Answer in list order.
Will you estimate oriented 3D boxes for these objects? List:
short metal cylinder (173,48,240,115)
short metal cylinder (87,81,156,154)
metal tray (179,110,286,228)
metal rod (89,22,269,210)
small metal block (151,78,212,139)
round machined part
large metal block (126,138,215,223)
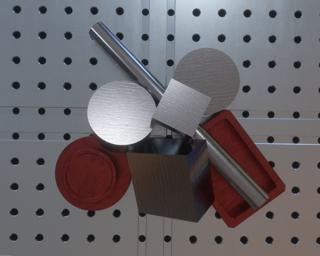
[{"bbox_3d":[0.056,-0.057,0.398,0.081,0.050,0.079,0,90,0],"label":"short metal cylinder"},{"bbox_3d":[-0.047,-0.012,0.386,0.081,0.050,0.080,2,73,-8],"label":"short metal cylinder"},{"bbox_3d":[0.088,0.052,0.408,0.090,0.030,0.130,-36,90,0],"label":"metal tray"},{"bbox_3d":[0.017,-0.022,0.385,0.025,0.025,0.300,-43,81,0],"label":"metal rod"},{"bbox_3d":[0.024,-0.021,0.357,0.050,0.025,0.050,26,82,0],"label":"small metal block"},{"bbox_3d":[-0.087,0.059,0.400,0.099,0.042,0.097,0,90,0],"label":"round machined part"},{"bbox_3d":[0.014,0.059,0.371,0.080,0.050,0.079,-1,107,33],"label":"large metal block"}]
